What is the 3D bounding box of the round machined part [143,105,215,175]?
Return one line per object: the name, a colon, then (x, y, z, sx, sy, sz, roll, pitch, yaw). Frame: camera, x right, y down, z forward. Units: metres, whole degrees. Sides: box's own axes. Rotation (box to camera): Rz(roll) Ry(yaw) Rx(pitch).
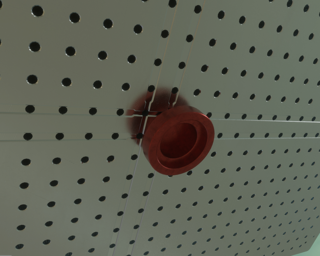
round machined part: (0.022, 0.013, 0.422, 0.099, 0.042, 0.097, -14, 125, -21)
